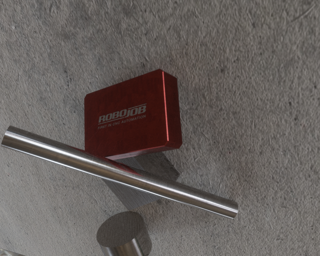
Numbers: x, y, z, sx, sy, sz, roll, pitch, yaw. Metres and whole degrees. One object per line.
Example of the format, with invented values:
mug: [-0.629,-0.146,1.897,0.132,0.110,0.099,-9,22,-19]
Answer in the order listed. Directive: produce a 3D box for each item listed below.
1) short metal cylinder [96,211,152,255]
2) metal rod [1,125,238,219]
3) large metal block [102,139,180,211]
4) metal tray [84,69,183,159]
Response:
short metal cylinder: [-0.059,0.186,0.517,0.080,0.080,0.050,-3,117,29]
metal rod: [-0.035,0.061,0.383,0.302,0.025,0.025,21,131,-17]
large metal block: [-0.033,0.064,0.448,0.080,0.050,0.080,-31,102,38]
metal tray: [-0.038,-0.011,0.385,0.130,0.030,0.090,-13,74,33]
